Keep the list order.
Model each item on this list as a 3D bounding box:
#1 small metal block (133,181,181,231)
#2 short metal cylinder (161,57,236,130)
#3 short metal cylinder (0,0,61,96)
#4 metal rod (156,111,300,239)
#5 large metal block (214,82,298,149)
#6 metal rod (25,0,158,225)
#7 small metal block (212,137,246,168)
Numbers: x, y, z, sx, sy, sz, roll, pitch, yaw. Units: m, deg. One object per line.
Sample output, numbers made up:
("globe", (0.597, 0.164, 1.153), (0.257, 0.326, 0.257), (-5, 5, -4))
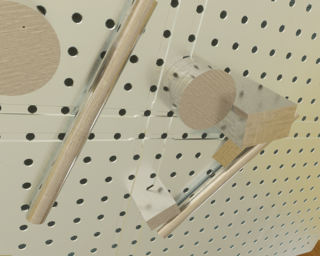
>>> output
("small metal block", (-0.005, 0.116, 0.464), (0.050, 0.050, 0.025), (-30, 129, -9))
("short metal cylinder", (0.048, -0.044, 0.393), (0.081, 0.050, 0.079), (-14, 125, -21))
("short metal cylinder", (-0.134, -0.075, 0.275), (0.081, 0.050, 0.079), (-14, 124, -21))
("metal rod", (0.111, 0.074, 0.517), (0.300, 0.025, 0.025), (-42, 129, 1))
("large metal block", (0.125, -0.021, 0.431), (0.081, 0.080, 0.050), (-11, 123, -23))
("metal rod", (-0.086, -0.011, 0.357), (0.025, 0.025, 0.298), (20, 108, -36))
("small metal block", (0.108, 0.023, 0.458), (0.050, 0.025, 0.050), (-55, 174, 38))
